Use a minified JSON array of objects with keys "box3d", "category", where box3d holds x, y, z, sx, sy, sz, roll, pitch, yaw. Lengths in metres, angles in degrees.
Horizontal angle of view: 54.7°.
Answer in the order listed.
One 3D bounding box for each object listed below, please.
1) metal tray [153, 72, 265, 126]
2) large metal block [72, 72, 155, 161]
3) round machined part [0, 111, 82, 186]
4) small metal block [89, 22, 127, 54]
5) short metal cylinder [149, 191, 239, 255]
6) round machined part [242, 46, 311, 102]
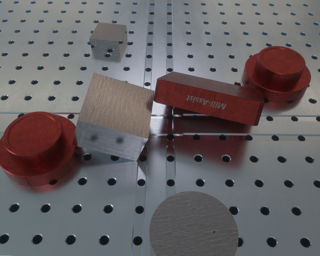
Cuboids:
[{"box3d":[0.067,-0.043,0.411,0.131,0.030,0.090,14,19,11],"category":"metal tray"},{"box3d":[-0.056,-0.014,0.387,0.081,0.050,0.080,16,49,-12],"category":"large metal block"},{"box3d":[-0.150,0.018,0.380,0.099,0.042,0.098,0,50,0],"category":"round machined part"},{"box3d":[-0.088,-0.157,0.539,0.050,0.025,0.050,8,50,7],"category":"small metal block"},{"box3d":[0.031,0.109,0.300,0.081,0.050,0.080,0,50,0],"category":"short metal cylinder"},{"box3d":[0.179,-0.088,0.471,0.099,0.042,0.098,0,50,0],"category":"round machined part"}]
